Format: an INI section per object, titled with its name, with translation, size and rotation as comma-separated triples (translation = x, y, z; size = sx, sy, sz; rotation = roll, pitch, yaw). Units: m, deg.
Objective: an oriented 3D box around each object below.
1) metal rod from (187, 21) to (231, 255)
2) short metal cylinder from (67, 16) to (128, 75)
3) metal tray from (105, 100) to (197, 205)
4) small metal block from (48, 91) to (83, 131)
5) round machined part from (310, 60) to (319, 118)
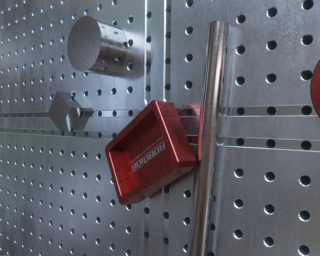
[metal rod]
translation = 0.055, 0.030, 0.362
size = 0.025, 0.025, 0.298
rotation = 8, 95, 39
[short metal cylinder]
translation = -0.095, -0.122, 0.469
size = 0.080, 0.050, 0.079
rotation = 0, 90, 39
[metal tray]
translation = -0.019, 0.035, 0.402
size = 0.129, 0.030, 0.090
rotation = -41, 59, 40
[small metal block]
translation = -0.167, -0.029, 0.544
size = 0.050, 0.025, 0.050
rotation = 44, 116, 30
[round machined part]
translation = 0.176, -0.035, 0.253
size = 0.098, 0.042, 0.097
rotation = 0, 90, 39
